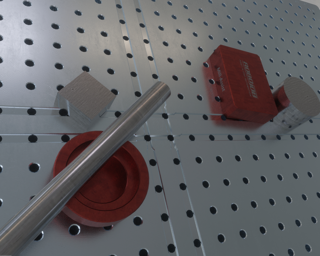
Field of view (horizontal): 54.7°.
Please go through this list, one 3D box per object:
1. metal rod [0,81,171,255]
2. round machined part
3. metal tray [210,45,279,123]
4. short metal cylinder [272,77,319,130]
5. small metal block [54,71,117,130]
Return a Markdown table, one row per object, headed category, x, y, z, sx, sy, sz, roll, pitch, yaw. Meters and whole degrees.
| category | x | y | z | sx | sy | sz | roll | pitch | yaw |
| --- | --- | --- | --- | --- | --- | --- | --- | --- | --- |
| metal rod | -0.075 | 0.041 | 0.288 | 0.025 | 0.025 | 0.301 | 41 | 51 | 0 |
| round machined part | -0.065 | 0.055 | 0.329 | 0.099 | 0.042 | 0.098 | 13 | 56 | -21 |
| metal tray | 0.141 | -0.075 | 0.527 | 0.091 | 0.030 | 0.130 | 7 | 58 | -25 |
| short metal cylinder | 0.231 | -0.043 | 0.543 | 0.081 | 0.050 | 0.080 | 14 | 56 | -21 |
| small metal block | -0.091 | -0.035 | 0.380 | 0.050 | 0.025 | 0.050 | 39 | 51 | -2 |
